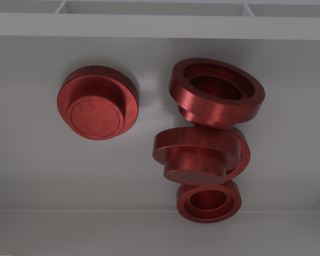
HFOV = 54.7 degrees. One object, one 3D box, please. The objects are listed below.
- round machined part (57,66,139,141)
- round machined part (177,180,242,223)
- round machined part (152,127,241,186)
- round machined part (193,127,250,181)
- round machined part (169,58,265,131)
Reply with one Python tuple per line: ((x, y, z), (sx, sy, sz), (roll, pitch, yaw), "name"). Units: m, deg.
((-0.076, -0.023, 0.378), (0.099, 0.042, 0.097), (0, 130, 0), "round machined part")
((0.075, 0.105, 0.488), (0.099, 0.042, 0.097), (0, 130, 0), "round machined part")
((0.040, 0.037, 0.349), (0.099, 0.042, 0.098), (6, 157, 3), "round machined part")
((0.069, 0.029, 0.423), (0.099, 0.042, 0.097), (0, 131, 0), "round machined part")
((0.057, -0.034, 0.332), (0.099, 0.098, 0.042), (9, 127, -8), "round machined part")
